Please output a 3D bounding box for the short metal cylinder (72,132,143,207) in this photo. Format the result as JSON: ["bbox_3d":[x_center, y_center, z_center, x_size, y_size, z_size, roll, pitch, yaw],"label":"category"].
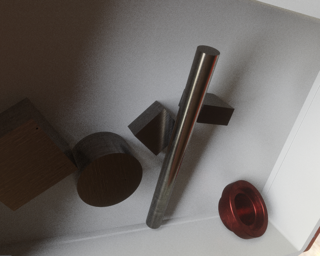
[{"bbox_3d":[-0.069,0.051,0.388,0.081,0.050,0.079,-14,125,-21],"label":"short metal cylinder"}]

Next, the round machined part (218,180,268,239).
[{"bbox_3d":[0.141,0.144,0.544,0.099,0.098,0.042,15,146,-35],"label":"round machined part"}]

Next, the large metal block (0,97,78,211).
[{"bbox_3d":[-0.149,0.028,0.329,0.080,0.050,0.080,-34,129,-6],"label":"large metal block"}]

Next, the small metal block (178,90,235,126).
[{"bbox_3d":[0.061,-0.028,0.411,0.050,0.050,0.025,5,116,-31],"label":"small metal block"}]

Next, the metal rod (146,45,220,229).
[{"bbox_3d":[0.020,0.035,0.413,0.025,0.025,0.298,-6,130,-26],"label":"metal rod"}]

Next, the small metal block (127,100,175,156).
[{"bbox_3d":[-0.005,0.001,0.408,0.050,0.025,0.050,-43,130,1],"label":"small metal block"}]
